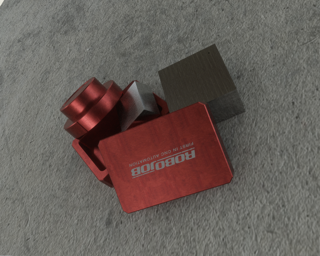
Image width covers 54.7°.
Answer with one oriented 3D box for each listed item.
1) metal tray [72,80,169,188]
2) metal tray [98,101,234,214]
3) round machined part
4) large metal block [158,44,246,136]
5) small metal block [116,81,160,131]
[{"bbox_3d":[-0.049,0.005,0.424,0.130,0.030,0.090,-46,51,-4],"label":"metal tray"},{"bbox_3d":[0.006,0.034,0.349,0.130,0.030,0.090,-21,90,16],"label":"metal tray"},{"bbox_3d":[-0.104,-0.035,0.444,0.098,0.042,0.098,-37,22,18],"label":"round machined part"},{"bbox_3d":[0.051,-0.047,0.392,0.080,0.050,0.080,-24,53,13],"label":"large metal block"},{"bbox_3d":[-0.031,-0.024,0.407,0.050,0.025,0.050,-46,47,33],"label":"small metal block"}]
